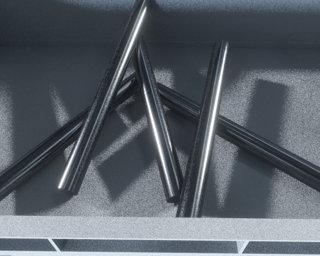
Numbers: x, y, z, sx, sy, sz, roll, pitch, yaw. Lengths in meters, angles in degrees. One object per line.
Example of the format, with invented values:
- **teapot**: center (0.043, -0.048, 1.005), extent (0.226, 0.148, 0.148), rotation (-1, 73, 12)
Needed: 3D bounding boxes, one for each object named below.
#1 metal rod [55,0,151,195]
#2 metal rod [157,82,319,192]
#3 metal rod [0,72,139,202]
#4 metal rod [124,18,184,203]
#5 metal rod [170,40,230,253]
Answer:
- **metal rod**: center (-0.065, -0.059, 0.409), extent (0.025, 0.025, 0.300), rotation (12, 65, 10)
- **metal rod**: center (0.111, 0.016, 0.392), extent (0.300, 0.025, 0.025), rotation (31, 57, 23)
- **metal rod**: center (-0.122, 0.012, 0.393), extent (0.025, 0.025, 0.301), rotation (32, 57, 24)
- **metal rod**: center (-0.013, -0.045, 0.419), extent (0.025, 0.025, 0.299), rotation (-10, 58, -8)
- **metal rod**: center (0.057, -0.005, 0.377), extent (0.025, 0.025, 0.300), rotation (11, 54, 9)
